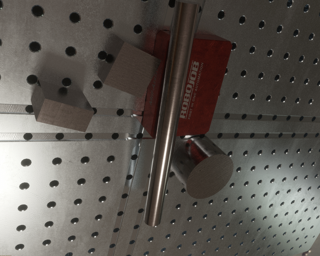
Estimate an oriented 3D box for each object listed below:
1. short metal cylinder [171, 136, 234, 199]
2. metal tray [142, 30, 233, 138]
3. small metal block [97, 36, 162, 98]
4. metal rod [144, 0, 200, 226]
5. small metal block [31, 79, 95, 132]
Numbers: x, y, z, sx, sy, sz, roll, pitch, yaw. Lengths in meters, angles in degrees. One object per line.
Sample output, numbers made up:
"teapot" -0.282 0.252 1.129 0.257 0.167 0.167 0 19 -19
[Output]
"short metal cylinder" 0.063 0.060 0.469 0.081 0.050 0.079 -14 124 -21
"metal tray" 0.032 -0.052 0.395 0.091 0.030 0.129 -4 120 -27
"small metal block" -0.035 -0.068 0.351 0.050 0.025 0.050 19 108 -35
"metal rod" 0.008 0.004 0.380 0.025 0.025 0.298 -6 122 -26
"small metal block" -0.103 -0.023 0.325 0.050 0.050 0.025 15 110 -35
